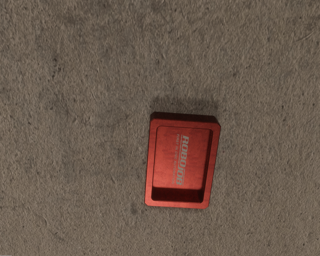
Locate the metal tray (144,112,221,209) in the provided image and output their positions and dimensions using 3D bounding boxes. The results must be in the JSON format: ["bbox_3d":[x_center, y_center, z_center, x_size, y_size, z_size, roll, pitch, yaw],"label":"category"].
[{"bbox_3d":[0.028,0.046,0.424,0.091,0.030,0.129,4,110,-2],"label":"metal tray"}]
